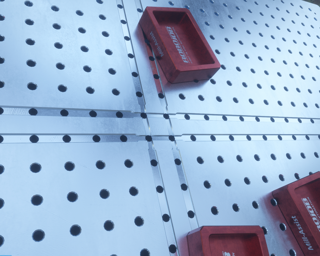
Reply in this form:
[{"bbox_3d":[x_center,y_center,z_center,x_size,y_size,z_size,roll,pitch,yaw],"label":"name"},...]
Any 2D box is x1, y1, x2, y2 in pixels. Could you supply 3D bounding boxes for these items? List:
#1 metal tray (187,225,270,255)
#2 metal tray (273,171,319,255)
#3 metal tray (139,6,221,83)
[{"bbox_3d":[0.084,0.177,0.341,0.091,0.030,0.130,8,58,-24],"label":"metal tray"},{"bbox_3d":[0.230,0.135,0.445,0.091,0.030,0.130,-11,67,-33],"label":"metal tray"},{"bbox_3d":[0.032,-0.138,0.505,0.091,0.030,0.130,-12,68,-33],"label":"metal tray"}]
